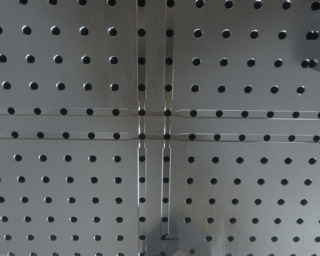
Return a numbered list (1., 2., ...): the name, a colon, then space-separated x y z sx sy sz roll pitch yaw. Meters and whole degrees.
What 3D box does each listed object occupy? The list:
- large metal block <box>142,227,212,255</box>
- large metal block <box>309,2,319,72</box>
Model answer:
1. large metal block: 0.027 0.216 0.480 0.080 0.050 0.080 -43 105 14
2. large metal block: 0.232 -0.108 0.364 0.081 0.050 0.079 -2 110 0
